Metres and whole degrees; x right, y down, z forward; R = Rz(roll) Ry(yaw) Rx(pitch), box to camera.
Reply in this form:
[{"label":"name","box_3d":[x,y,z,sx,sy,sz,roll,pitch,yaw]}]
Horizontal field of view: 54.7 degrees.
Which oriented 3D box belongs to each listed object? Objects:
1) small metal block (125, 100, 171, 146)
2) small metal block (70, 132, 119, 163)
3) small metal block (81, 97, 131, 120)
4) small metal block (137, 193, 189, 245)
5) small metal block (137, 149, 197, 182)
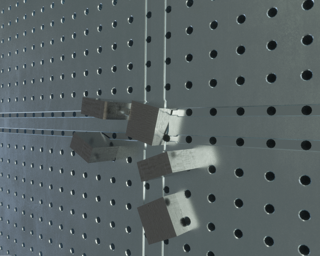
[{"label":"small metal block","box_3d":[-0.016,-0.007,0.421,0.050,0.025,0.050,19,102,38]},{"label":"small metal block","box_3d":[-0.100,0.028,0.473,0.050,0.050,0.025,32,110,35]},{"label":"small metal block","box_3d":[-0.079,-0.029,0.456,0.050,0.050,0.025,13,99,39]},{"label":"small metal block","box_3d":[0.003,0.119,0.405,0.050,0.025,0.050,-31,71,35]},{"label":"small metal block","box_3d":[0.009,0.046,0.384,0.050,0.050,0.025,-23,76,37]}]
